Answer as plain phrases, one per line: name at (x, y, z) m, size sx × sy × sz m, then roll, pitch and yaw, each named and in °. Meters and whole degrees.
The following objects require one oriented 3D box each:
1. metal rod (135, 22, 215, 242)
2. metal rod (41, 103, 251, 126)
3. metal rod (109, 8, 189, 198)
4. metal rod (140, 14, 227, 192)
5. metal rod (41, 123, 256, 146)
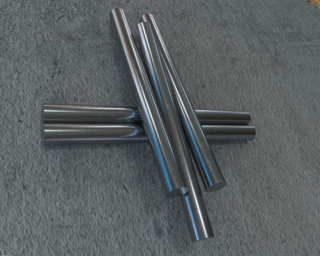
metal rod at (0.011, -0.014, 0.388) m, size 0.025 × 0.025 × 0.299 m, roll 0°, pitch 62°, yaw -29°
metal rod at (0.002, -0.015, 0.418) m, size 0.303 × 0.025 × 0.025 m, roll 0°, pitch 62°, yaw -29°
metal rod at (-0.024, -0.053, 0.399) m, size 0.025 × 0.025 × 0.299 m, roll 0°, pitch 54°, yaw -29°
metal rod at (0.021, -0.054, 0.424) m, size 0.025 × 0.025 × 0.299 m, roll 0°, pitch 54°, yaw -29°
metal rod at (0.006, 0.007, 0.407) m, size 0.303 × 0.025 × 0.025 m, roll 0°, pitch 62°, yaw -29°
